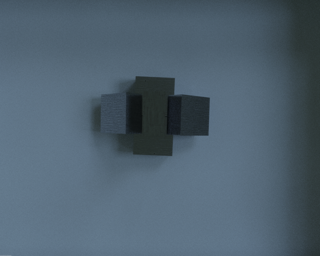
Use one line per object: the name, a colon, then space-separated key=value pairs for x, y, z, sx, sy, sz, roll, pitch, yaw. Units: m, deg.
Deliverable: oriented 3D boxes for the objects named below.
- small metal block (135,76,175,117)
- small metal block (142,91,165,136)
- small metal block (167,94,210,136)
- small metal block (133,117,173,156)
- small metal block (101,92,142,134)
small metal block: x=-0.007 y=-0.040 z=0.409 sx=0.050 sy=0.025 sz=0.050 roll=3 pitch=90 yaw=-1
small metal block: x=-0.007 y=-0.016 z=0.371 sx=0.025 sy=0.050 sz=0.050 roll=1 pitch=90 yaw=-1
small metal block: x=0.037 y=-0.016 z=0.398 sx=0.050 sy=0.025 sz=0.050 roll=1 pitch=91 yaw=-39
small metal block: x=-0.008 y=0.010 z=0.409 sx=0.050 sy=0.025 sz=0.050 roll=3 pitch=90 yaw=0
small metal block: x=-0.050 y=-0.018 z=0.395 sx=0.050 sy=0.025 sz=0.050 roll=1 pitch=90 yaw=43
